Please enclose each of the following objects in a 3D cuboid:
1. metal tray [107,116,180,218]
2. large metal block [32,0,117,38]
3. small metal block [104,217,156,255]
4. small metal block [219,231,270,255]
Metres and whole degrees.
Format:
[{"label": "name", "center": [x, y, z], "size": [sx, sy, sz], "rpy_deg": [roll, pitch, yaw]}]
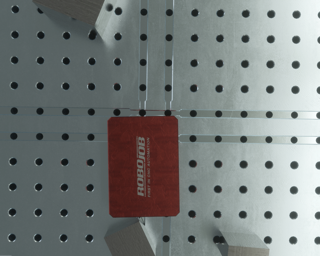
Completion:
[{"label": "metal tray", "center": [-0.021, 0.049, 0.411], "size": [0.091, 0.030, 0.129], "rpy_deg": [-1, 90, -1]}, {"label": "large metal block", "center": [-0.102, -0.175, 0.399], "size": [0.080, 0.050, 0.080], "rpy_deg": [22, 90, -1]}, {"label": "small metal block", "center": [-0.039, 0.154, 0.413], "size": [0.050, 0.025, 0.050], "rpy_deg": [-25, 90, -1]}, {"label": "small metal block", "center": [0.108, 0.158, 0.402], "size": [0.050, 0.050, 0.025], "rpy_deg": [5, 90, -1]}]
